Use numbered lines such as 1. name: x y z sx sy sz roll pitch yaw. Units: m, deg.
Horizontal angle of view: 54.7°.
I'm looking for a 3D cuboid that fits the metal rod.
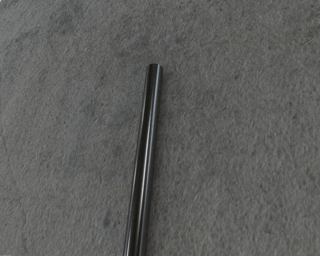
1. metal rod: -0.019 0.043 0.386 0.025 0.025 0.299 -9 58 23
